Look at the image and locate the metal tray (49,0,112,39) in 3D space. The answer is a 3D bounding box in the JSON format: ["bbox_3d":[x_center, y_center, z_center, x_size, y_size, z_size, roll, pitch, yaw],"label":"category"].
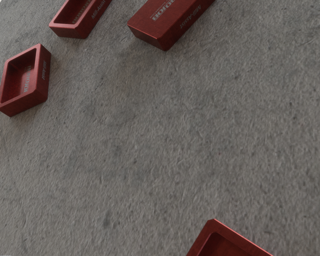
[{"bbox_3d":[-0.156,-0.242,0.628,0.090,0.030,0.130,16,70,34],"label":"metal tray"}]

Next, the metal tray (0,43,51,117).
[{"bbox_3d":[-0.256,-0.092,0.588,0.090,0.030,0.130,-21,54,15],"label":"metal tray"}]

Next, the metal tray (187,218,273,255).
[{"bbox_3d":[0.077,0.152,0.266,0.130,0.030,0.090,26,76,36],"label":"metal tray"}]

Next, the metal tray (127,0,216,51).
[{"bbox_3d":[0.019,-0.194,0.508,0.130,0.030,0.090,-48,52,-6],"label":"metal tray"}]
